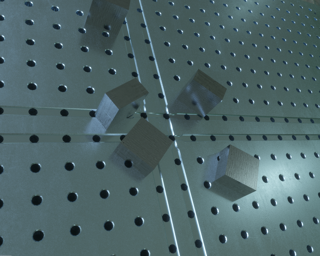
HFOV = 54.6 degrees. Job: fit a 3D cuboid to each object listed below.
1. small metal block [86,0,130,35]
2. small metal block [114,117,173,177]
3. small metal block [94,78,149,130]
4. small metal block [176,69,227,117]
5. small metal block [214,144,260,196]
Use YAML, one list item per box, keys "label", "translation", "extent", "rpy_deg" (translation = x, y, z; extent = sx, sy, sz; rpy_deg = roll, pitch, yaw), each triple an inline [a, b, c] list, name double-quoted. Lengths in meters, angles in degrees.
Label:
- label: "small metal block"
  translation: [-0.077, -0.172, 0.455]
  extent: [0.050, 0.050, 0.025]
  rpy_deg: [16, 55, -19]
- label: "small metal block"
  translation: [-0.020, 0.023, 0.383]
  extent: [0.050, 0.025, 0.050]
  rpy_deg: [38, 51, -2]
- label: "small metal block"
  translation: [-0.048, -0.030, 0.384]
  extent: [0.050, 0.050, 0.025]
  rpy_deg: [-35, 82, -38]
- label: "small metal block"
  translation: [0.060, -0.050, 0.454]
  extent: [0.050, 0.050, 0.025]
  rpy_deg: [34, 52, -6]
- label: "small metal block"
  translation: [0.108, 0.058, 0.430]
  extent: [0.050, 0.025, 0.050]
  rpy_deg: [28, 52, -11]
